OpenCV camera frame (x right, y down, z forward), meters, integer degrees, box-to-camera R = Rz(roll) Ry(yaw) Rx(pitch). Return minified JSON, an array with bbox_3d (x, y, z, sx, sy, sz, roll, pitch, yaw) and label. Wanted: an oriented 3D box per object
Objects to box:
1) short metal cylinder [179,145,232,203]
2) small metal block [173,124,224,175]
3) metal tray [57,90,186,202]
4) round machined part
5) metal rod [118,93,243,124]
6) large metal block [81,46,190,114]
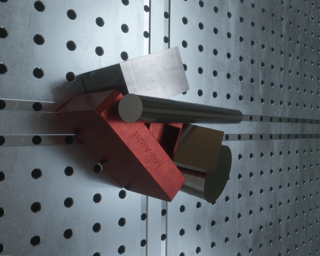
[{"bbox_3d":[0.059,0.057,0.429,0.081,0.050,0.079,-26,123,-48],"label":"short metal cylinder"},{"bbox_3d":[0.047,0.025,0.378,0.025,0.050,0.050,74,31,-73],"label":"small metal block"},{"bbox_3d":[-0.041,0.021,0.333,0.030,0.090,0.130,-51,121,-28],"label":"metal tray"},{"bbox_3d":[-0.001,0.006,0.403,0.099,0.042,0.097,0,90,-40],"label":"round machined part"},{"bbox_3d":[0.051,-0.018,0.392,0.302,0.025,0.025,-1,91,-60],"label":"metal rod"},{"bbox_3d":[-0.028,-0.052,0.349,0.081,0.080,0.050,-27,107,-37],"label":"large metal block"}]
